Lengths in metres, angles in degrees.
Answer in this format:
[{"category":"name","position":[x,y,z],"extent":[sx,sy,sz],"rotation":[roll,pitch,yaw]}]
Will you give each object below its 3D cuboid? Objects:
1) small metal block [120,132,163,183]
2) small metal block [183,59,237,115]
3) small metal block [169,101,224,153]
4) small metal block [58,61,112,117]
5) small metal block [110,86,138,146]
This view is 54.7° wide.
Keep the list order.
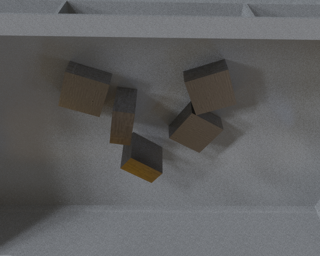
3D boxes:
[{"category":"small metal block","position":[-0.024,0.040,0.427],"extent":[0.050,0.050,0.025],"rotation":[29,124,-23]},{"category":"small metal block","position":[0.060,-0.048,0.369],"extent":[0.050,0.025,0.050],"rotation":[-15,129,12]},{"category":"small metal block","position":[0.047,0.000,0.409],"extent":[0.050,0.025,0.050],"rotation":[26,126,-21]},{"category":"small metal block","position":[-0.089,-0.046,0.369],"extent":[0.050,0.025,0.050],"rotation":[16,128,-13]},{"category":"small metal block","position":[-0.044,-0.015,0.379],"extent":[0.025,0.050,0.050],"rotation":[7,130,-6]}]
